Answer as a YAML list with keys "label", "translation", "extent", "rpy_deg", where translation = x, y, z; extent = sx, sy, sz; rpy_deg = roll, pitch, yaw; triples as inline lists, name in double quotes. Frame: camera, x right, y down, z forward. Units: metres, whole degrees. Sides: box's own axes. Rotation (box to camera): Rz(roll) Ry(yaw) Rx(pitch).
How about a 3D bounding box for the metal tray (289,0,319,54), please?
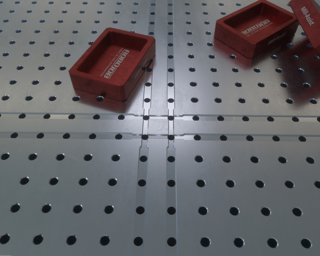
- label: "metal tray"
  translation: [0.265, -0.158, 0.505]
  extent: [0.090, 0.030, 0.130]
  rpy_deg: [26, 43, -29]

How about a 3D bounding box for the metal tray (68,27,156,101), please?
- label: "metal tray"
  translation: [-0.071, -0.106, 0.492]
  extent: [0.090, 0.030, 0.130]
  rpy_deg: [16, 52, 13]

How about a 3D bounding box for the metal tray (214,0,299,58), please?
- label: "metal tray"
  translation: [0.174, -0.182, 0.558]
  extent: [0.131, 0.030, 0.090]
  rpy_deg: [-31, 57, -24]
